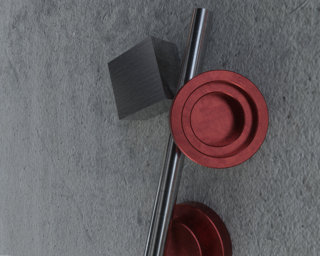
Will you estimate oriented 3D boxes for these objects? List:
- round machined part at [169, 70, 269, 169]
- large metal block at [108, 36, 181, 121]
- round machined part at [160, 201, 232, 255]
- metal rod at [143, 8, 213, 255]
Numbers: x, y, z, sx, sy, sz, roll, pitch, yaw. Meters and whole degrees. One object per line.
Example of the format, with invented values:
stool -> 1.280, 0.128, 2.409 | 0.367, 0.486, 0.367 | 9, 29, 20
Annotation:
round machined part -> 0.058, -0.009, 0.324 | 0.099, 0.042, 0.097 | 0, 90, -4
large metal block -> -0.016, -0.060, 0.402 | 0.080, 0.050, 0.080 | -21, 77, 38
round machined part -> 0.031, 0.140, 0.368 | 0.098, 0.042, 0.097 | 0, 90, 40
metal rod -> 0.021, 0.011, 0.355 | 0.025, 0.025, 0.298 | 9, 85, 39
